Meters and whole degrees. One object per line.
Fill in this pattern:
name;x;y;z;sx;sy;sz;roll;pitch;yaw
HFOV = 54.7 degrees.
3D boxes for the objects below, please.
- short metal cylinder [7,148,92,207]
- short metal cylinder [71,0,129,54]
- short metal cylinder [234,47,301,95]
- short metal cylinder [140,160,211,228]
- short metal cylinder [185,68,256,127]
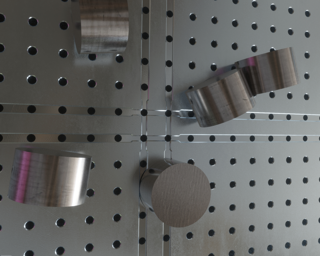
short metal cylinder;-0.119;0.052;0.340;0.081;0.080;0.050;9;87;-20
short metal cylinder;-0.071;-0.126;0.357;0.050;0.080;0.079;-7;93;-20
short metal cylinder;0.151;-0.079;0.439;0.081;0.080;0.050;-16;96;-19
short metal cylinder;0.019;0.083;0.406;0.081;0.050;0.079;0;90;-20
short metal cylinder;0.080;-0.041;0.413;0.081;0.080;0.050;-28;100;-18
